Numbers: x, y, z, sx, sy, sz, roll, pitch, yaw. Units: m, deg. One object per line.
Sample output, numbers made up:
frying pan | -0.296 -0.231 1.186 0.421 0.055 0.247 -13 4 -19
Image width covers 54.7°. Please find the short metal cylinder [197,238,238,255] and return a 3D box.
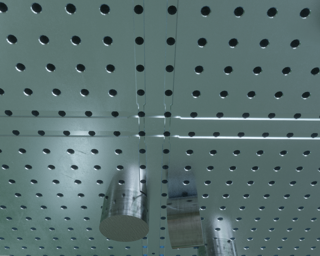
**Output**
short metal cylinder | 0.117 0.266 0.624 0.081 0.050 0.079 0 130 0

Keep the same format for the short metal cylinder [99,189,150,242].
short metal cylinder | -0.058 0.148 0.520 0.081 0.050 0.079 0 130 0

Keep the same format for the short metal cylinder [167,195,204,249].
short metal cylinder | 0.042 0.153 0.507 0.050 0.080 0.080 -8 130 6
